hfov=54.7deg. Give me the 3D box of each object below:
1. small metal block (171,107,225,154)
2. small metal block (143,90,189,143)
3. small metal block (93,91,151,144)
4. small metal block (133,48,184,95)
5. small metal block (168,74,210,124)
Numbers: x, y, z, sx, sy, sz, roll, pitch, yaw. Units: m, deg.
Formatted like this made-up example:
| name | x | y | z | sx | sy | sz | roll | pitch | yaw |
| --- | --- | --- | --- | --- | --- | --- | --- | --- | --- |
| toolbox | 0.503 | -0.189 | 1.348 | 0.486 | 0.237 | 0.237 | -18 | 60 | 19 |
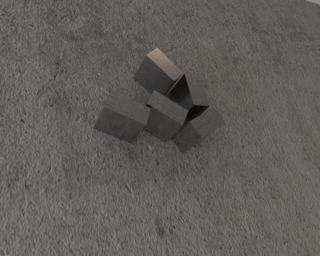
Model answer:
| name | x | y | z | sx | sy | sz | roll | pitch | yaw |
| --- | --- | --- | --- | --- | --- | --- | --- | --- | --- |
| small metal block | 0.051 | 0.004 | 0.412 | 0.050 | 0.050 | 0.025 | -30 | 79 | -38 |
| small metal block | 0.000 | -0.014 | 0.396 | 0.050 | 0.050 | 0.025 | 31 | 52 | -9 |
| small metal block | -0.046 | -0.011 | 0.370 | 0.050 | 0.050 | 0.025 | 24 | 53 | -14 |
| small metal block | -0.003 | -0.073 | 0.430 | 0.050 | 0.050 | 0.025 | 44 | 51 | 2 |
| small metal block | 0.039 | -0.040 | 0.433 | 0.025 | 0.050 | 0.050 | 1 | 61 | -28 |
